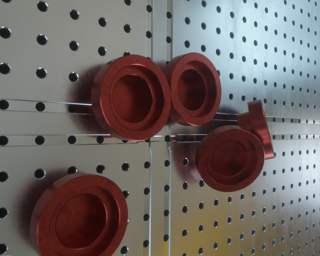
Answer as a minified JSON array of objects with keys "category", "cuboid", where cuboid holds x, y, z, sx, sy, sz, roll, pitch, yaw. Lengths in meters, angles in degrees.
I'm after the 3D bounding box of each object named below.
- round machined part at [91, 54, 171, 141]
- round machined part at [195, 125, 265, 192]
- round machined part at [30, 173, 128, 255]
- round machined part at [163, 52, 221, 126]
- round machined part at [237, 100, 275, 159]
[{"category":"round machined part","cuboid":[-0.037,-0.034,0.366,0.099,0.042,0.097,0,90,-40]},{"category":"round machined part","cuboid":[0.100,0.042,0.461,0.099,0.042,0.097,-2,107,-8]},{"category":"round machined part","cuboid":[-0.086,0.095,0.326,0.099,0.042,0.097,0,90,-40]},{"category":"round machined part","cuboid":[0.037,-0.052,0.428,0.099,0.042,0.097,0,90,-40]},{"category":"round machined part","cuboid":[0.155,0.005,0.508,0.098,0.042,0.098,-14,90,-71]}]
